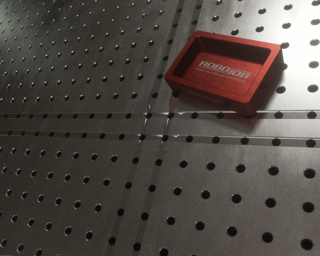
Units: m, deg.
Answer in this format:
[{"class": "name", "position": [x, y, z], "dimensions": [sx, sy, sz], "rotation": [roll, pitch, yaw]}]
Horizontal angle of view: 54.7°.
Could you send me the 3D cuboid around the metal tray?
[{"class": "metal tray", "position": [0.081, -0.077, 0.408], "dimensions": [0.130, 0.030, 0.090], "rotation": [24, 74, 36]}]
